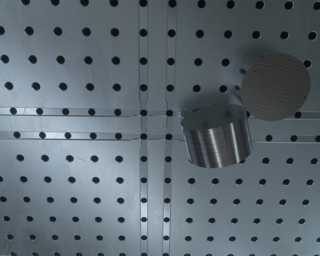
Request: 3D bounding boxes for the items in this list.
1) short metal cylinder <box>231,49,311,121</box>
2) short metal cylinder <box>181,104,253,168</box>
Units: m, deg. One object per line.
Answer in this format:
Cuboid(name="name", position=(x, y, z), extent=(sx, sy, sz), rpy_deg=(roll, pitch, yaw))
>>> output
Cuboid(name="short metal cylinder", position=(0.133, -0.054, 0.381), extent=(0.081, 0.050, 0.079), rpy_deg=(0, 110, 0))
Cuboid(name="short metal cylinder", position=(0.071, 0.008, 0.388), extent=(0.080, 0.080, 0.050), rpy_deg=(-14, 110, 5))
